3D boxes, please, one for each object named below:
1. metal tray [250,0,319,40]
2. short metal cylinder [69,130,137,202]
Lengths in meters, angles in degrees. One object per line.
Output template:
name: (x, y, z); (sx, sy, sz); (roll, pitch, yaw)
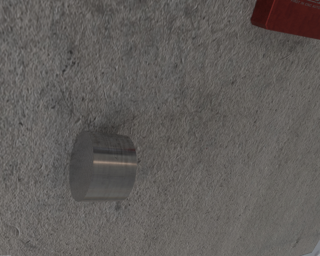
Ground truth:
metal tray: (0.189, -0.168, 0.403); (0.131, 0.030, 0.089); (-1, 119, -28)
short metal cylinder: (-0.069, 0.045, 0.362); (0.050, 0.080, 0.079); (8, 114, -32)
